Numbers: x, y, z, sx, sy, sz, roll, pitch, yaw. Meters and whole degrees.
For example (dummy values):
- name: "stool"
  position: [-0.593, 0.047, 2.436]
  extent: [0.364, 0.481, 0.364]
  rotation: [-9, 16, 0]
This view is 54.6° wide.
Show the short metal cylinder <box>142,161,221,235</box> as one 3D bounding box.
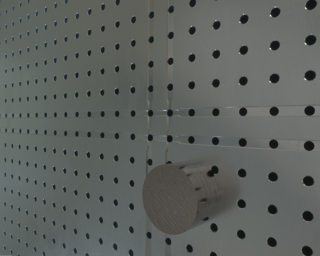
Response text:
- name: "short metal cylinder"
  position: [0.025, 0.081, 0.373]
  extent: [0.080, 0.050, 0.080]
  rotation: [0, 90, 40]
